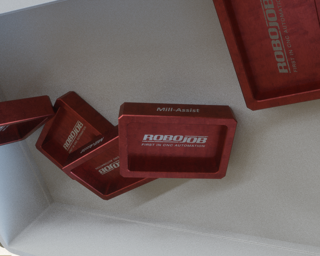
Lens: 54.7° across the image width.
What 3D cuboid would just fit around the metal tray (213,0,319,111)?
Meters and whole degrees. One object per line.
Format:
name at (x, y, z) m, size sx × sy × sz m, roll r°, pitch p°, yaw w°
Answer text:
metal tray at (0.112, -0.086, 0.292) m, size 0.090 × 0.030 × 0.129 m, roll -10°, pitch 113°, yaw 32°

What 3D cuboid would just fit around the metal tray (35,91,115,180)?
metal tray at (-0.136, 0.016, 0.487) m, size 0.090 × 0.030 × 0.129 m, roll 41°, pitch 129°, yaw 0°

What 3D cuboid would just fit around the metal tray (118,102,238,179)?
metal tray at (0.018, 0.017, 0.371) m, size 0.131 × 0.030 × 0.089 m, roll 2°, pitch 123°, yaw -3°

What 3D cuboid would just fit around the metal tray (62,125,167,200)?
metal tray at (-0.064, 0.052, 0.445) m, size 0.130 × 0.030 × 0.090 m, roll -29°, pitch 121°, yaw 31°

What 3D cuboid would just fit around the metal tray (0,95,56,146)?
metal tray at (-0.224, -0.004, 0.454) m, size 0.130 × 0.091 × 0.030 m, roll -26°, pitch 85°, yaw 43°
